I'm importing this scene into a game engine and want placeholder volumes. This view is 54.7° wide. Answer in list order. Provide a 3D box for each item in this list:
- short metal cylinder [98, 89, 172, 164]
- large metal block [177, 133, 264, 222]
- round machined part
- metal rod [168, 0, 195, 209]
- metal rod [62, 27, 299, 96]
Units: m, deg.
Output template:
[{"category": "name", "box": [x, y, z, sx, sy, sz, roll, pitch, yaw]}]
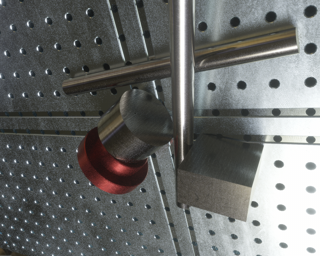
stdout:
[{"category": "short metal cylinder", "box": [-0.030, -0.002, 0.389, 0.080, 0.080, 0.050, 48, 129, -6]}, {"category": "large metal block", "box": [0.073, 0.055, 0.370, 0.080, 0.080, 0.050, 12, 123, 21]}, {"category": "round machined part", "box": [-0.055, 0.035, 0.414, 0.098, 0.098, 0.042, 43, 124, -2]}, {"category": "metal rod", "box": [0.027, -0.007, 0.367, 0.025, 0.025, 0.298, 13, 131, 21]}, {"category": "metal rod", "box": [0.000, -0.070, 0.366, 0.300, 0.025, 0.025, -5, 116, 30]}]
